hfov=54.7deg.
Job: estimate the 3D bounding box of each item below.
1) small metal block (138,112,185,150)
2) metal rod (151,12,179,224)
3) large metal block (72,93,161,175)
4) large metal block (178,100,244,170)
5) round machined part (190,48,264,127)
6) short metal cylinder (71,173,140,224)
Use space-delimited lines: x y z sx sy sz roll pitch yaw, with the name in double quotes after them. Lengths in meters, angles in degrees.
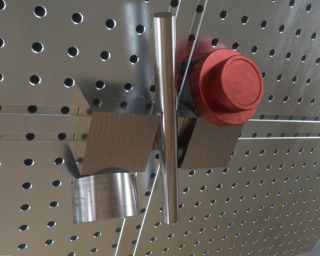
-0.001 0.002 0.413 0.050 0.025 0.050 1 118 -29 "small metal block"
0.010 0.012 0.390 0.025 0.025 0.298 -16 125 -19 "metal rod"
-0.054 0.007 0.371 0.081 0.050 0.079 2 118 -30 "large metal block"
0.062 0.010 0.436 0.081 0.050 0.079 1 118 -29 "large metal block"
0.090 -0.052 0.385 0.099 0.042 0.097 4 81 -28 "round machined part"
-0.068 0.089 0.385 0.081 0.050 0.080 -8 163 -2 "short metal cylinder"
